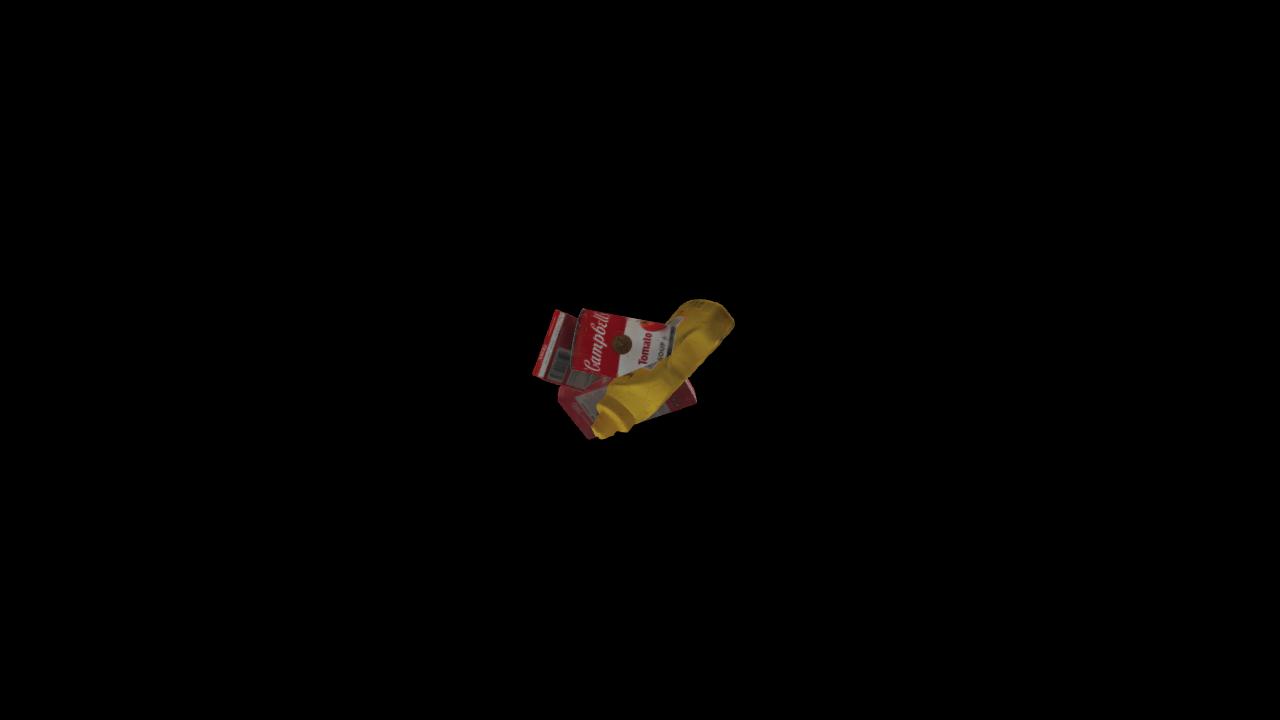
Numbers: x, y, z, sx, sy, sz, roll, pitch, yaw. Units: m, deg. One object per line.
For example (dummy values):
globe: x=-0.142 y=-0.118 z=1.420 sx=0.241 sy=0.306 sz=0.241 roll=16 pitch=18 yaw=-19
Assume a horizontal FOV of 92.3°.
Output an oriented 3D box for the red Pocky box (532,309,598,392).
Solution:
red Pocky box: x=-0.056 y=0.001 z=0.757 sx=0.028 sy=0.083 sz=0.155 roll=18 pitch=-3 yaw=43

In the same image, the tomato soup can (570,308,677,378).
tomato soup can: x=-0.016 y=-0.012 z=0.643 sx=0.101 sy=0.068 sz=0.068 roll=11 pitch=0 yaw=1

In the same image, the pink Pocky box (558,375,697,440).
pink Pocky box: x=-0.016 y=0.044 z=0.765 sx=0.155 sy=0.084 sz=0.029 roll=-20 pitch=40 yaw=14

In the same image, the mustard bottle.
mustard bottle: x=0.015 y=0.013 z=0.644 sx=0.184 sy=0.054 sz=0.092 roll=-46 pitch=24 yaw=-22
